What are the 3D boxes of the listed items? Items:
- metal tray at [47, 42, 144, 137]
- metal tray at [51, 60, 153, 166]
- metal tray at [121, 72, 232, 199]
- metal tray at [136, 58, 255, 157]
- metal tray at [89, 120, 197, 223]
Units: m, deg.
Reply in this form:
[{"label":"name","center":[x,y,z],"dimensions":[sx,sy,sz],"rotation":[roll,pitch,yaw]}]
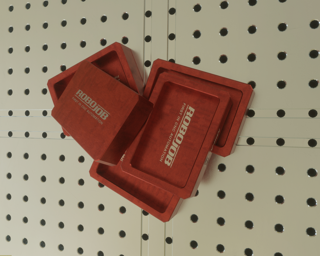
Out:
[{"label":"metal tray","center":[-0.090,-0.052,0.442],"dimensions":[0.130,0.030,0.090],"rotation":[-24,82,19]},{"label":"metal tray","center":[-0.079,-0.023,0.395],"dimensions":[0.130,0.030,0.090],"rotation":[36,94,39]},{"label":"metal tray","center":[0.020,0.008,0.370],"dimensions":[0.090,0.030,0.130],"rotation":[21,85,19]},{"label":"metal tray","center":[0.042,-0.027,0.394],"dimensions":[0.130,0.030,0.090],"rotation":[20,96,19]},{"label":"metal tray","center":[-0.022,0.053,0.418],"dimensions":[0.130,0.030,0.090],"rotation":[28,99,18]}]
